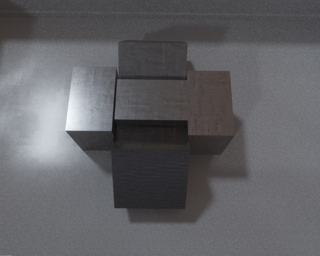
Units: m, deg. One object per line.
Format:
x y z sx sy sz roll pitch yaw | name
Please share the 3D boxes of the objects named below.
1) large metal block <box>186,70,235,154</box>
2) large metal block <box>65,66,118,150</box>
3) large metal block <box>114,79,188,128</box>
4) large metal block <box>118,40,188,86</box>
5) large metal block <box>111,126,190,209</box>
0.056 -0.016 0.385 0.050 0.080 0.080 1 70 0 | large metal block
-0.077 -0.021 0.386 0.050 0.080 0.080 1 70 0 | large metal block
-0.009 -0.019 0.386 0.080 0.080 0.050 1 70 0 | large metal block
-0.008 -0.087 0.404 0.080 0.080 0.050 2 108 0 | large metal block
-0.011 0.045 0.355 0.081 0.079 0.050 1 28 -1 | large metal block
